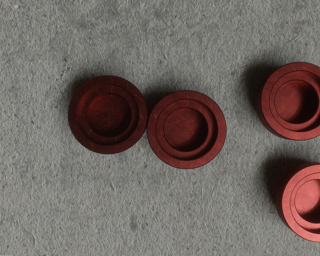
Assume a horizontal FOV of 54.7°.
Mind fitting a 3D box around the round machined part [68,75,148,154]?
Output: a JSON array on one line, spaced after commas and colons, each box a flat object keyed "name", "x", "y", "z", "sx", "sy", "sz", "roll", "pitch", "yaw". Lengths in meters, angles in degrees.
[{"name": "round machined part", "x": -0.064, "y": -0.016, "z": 0.401, "sx": 0.099, "sy": 0.042, "sz": 0.097, "roll": 0, "pitch": 90, "yaw": 0}]

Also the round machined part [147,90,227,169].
[{"name": "round machined part", "x": 0.033, "y": 0.002, "z": 0.401, "sx": 0.099, "sy": 0.042, "sz": 0.097, "roll": 0, "pitch": 90, "yaw": -2}]

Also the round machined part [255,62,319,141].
[{"name": "round machined part", "x": 0.173, "y": -0.033, "z": 0.403, "sx": 0.099, "sy": 0.042, "sz": 0.097, "roll": 0, "pitch": 90, "yaw": 0}]

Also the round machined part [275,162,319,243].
[{"name": "round machined part", "x": 0.199, "y": 0.093, "z": 0.403, "sx": 0.099, "sy": 0.042, "sz": 0.097, "roll": 0, "pitch": 90, "yaw": 0}]
